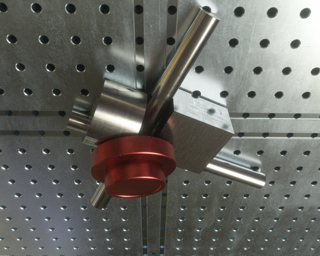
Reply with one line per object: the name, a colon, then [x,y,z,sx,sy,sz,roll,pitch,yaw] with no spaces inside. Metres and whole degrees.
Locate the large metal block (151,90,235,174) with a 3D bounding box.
large metal block: [0.034,0.005,0.396,0.080,0.050,0.079,20,127,-17]

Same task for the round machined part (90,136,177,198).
round machined part: [-0.030,0.050,0.357,0.099,0.042,0.098,-6,151,-3]

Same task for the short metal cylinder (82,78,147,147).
short metal cylinder: [-0.054,-0.013,0.363,0.050,0.080,0.079,20,127,-16]

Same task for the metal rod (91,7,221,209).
metal rod: [-0.019,-0.004,0.383,0.025,0.025,0.298,22,119,-18]

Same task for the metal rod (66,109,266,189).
metal rod: [0.020,0.035,0.441,0.302,0.025,0.025,19,127,-16]
